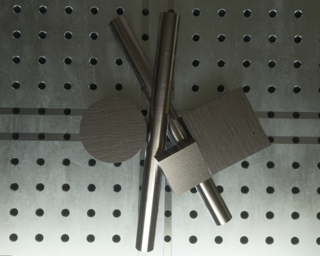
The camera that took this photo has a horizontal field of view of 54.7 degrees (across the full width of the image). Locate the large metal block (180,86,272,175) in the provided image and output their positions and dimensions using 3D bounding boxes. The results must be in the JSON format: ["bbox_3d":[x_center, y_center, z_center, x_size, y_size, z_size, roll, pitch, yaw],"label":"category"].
[{"bbox_3d":[0.080,0.003,0.397,0.080,0.050,0.080,-27,90,0],"label":"large metal block"}]

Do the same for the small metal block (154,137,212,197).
[{"bbox_3d":[0.028,0.047,0.378,0.050,0.025,0.050,-28,105,-8],"label":"small metal block"}]

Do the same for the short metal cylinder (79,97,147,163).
[{"bbox_3d":[-0.057,0.002,0.397,0.081,0.050,0.079,0,90,-1],"label":"short metal cylinder"}]

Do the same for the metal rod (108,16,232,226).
[{"bbox_3d":[0.014,-0.009,0.410,0.025,0.025,0.299,-28,91,0],"label":"metal rod"}]

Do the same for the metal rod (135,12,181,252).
[{"bbox_3d":[-0.004,0.011,0.390,0.025,0.025,0.298,6,98,0],"label":"metal rod"}]
